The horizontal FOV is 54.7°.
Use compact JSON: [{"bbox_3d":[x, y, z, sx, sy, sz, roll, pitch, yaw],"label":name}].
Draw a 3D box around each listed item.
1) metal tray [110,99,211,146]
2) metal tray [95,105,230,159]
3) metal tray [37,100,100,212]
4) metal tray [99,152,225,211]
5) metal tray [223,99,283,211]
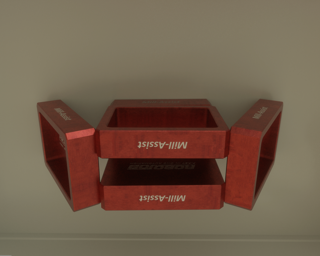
[{"bbox_3d":[0.002,0.009,0.410,0.131,0.030,0.089,-1,110,-1],"label":"metal tray"},{"bbox_3d":[0.003,0.001,0.343,0.131,0.090,0.030,0,110,-1],"label":"metal tray"},{"bbox_3d":[-0.110,0.026,0.364,0.030,0.130,0.089,-12,114,-30],"label":"metal tray"},{"bbox_3d":[0.002,0.058,0.364,0.131,0.090,0.030,0,110,-1],"label":"metal tray"},{"bbox_3d":[0.113,0.024,0.365,0.030,0.131,0.089,12,113,27],"label":"metal tray"}]
